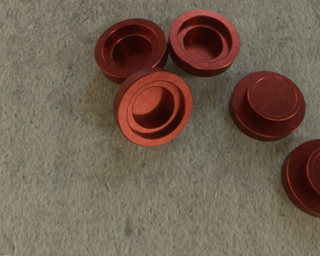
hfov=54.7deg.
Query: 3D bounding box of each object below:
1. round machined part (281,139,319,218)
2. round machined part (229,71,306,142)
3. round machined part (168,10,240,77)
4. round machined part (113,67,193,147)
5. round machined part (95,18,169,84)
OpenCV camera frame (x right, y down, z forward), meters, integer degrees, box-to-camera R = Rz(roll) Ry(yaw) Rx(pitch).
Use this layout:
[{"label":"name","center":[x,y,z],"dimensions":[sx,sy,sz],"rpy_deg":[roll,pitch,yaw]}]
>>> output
[{"label":"round machined part","center":[0.206,0.059,0.380],"dimensions":[0.099,0.042,0.098],"rpy_deg":[0,70,-1]},{"label":"round machined part","center":[0.146,-0.034,0.413],"dimensions":[0.099,0.042,0.098],"rpy_deg":[0,70,-1]},{"label":"round machined part","center":[0.059,-0.114,0.438],"dimensions":[0.099,0.042,0.098],"rpy_deg":[2,69,-6]},{"label":"round machined part","center":[-0.011,-0.029,0.391],"dimensions":[0.099,0.098,0.042],"rpy_deg":[-29,33,-10]},{"label":"round machined part","center":[-0.036,-0.100,0.429],"dimensions":[0.098,0.042,0.098],"rpy_deg":[-4,65,9]}]
